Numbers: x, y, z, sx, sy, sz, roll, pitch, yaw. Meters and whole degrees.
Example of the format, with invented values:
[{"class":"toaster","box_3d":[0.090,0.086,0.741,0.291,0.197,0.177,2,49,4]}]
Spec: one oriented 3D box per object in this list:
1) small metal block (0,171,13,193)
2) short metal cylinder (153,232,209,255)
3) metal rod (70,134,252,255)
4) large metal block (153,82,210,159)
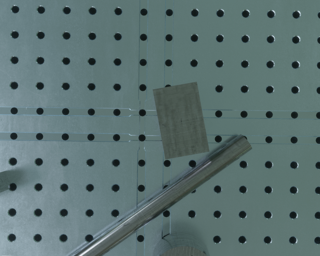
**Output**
[{"class":"small metal block","box_3d":[-0.229,0.081,0.398,0.050,0.050,0.025,-24,90,0]},{"class":"short metal cylinder","box_3d":[0.029,0.183,0.402,0.081,0.050,0.079,0,90,-1]},{"class":"metal rod","box_3d":[-0.007,0.105,0.413,0.301,0.025,0.025,-35,90,-1]},{"class":"large metal block","box_3d":[0.023,-0.009,0.386,0.050,0.080,0.080,-10,90,0]}]
